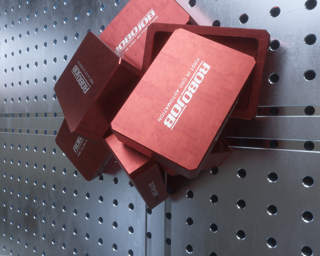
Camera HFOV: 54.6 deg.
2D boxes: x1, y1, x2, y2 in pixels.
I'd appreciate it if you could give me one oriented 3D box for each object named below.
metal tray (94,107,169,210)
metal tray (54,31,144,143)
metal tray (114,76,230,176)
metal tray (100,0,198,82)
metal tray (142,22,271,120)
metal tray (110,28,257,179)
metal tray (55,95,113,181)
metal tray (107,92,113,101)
[{"bbox_3d":[-0.033,0.040,0.377,0.030,0.130,0.090,-34,62,-11],"label":"metal tray"},{"bbox_3d":[-0.077,-0.053,0.356,0.090,0.030,0.130,-54,37,10],"label":"metal tray"},{"bbox_3d":[0.011,-0.008,0.360,0.130,0.091,0.030,52,121,28],"label":"metal tray"},{"bbox_3d":[-0.026,-0.114,0.404,0.130,0.030,0.090,-43,65,15],"label":"metal tray"},{"bbox_3d":[0.046,-0.063,0.340,0.130,0.030,0.089,10,97,19],"label":"metal tray"},{"bbox_3d":[0.025,-0.028,0.304,0.090,0.030,0.130,27,72,15],"label":"metal tray"},{"bbox_3d":[-0.103,0.010,0.463,0.090,0.030,0.129,47,131,12],"label":"metal tray"},{"bbox_3d":[-0.072,-0.049,0.466,0.090,0.030,0.129,46,117,30],"label":"metal tray"}]
